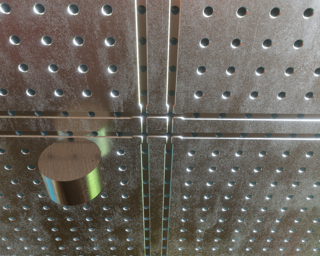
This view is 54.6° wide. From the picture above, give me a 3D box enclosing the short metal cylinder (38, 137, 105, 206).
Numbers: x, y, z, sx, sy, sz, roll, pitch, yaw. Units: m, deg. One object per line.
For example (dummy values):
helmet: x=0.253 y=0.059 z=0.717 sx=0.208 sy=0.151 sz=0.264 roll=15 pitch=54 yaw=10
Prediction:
short metal cylinder: x=-0.119 y=0.058 z=0.424 sx=0.080 sy=0.080 sz=0.050 roll=1 pitch=130 yaw=-1
